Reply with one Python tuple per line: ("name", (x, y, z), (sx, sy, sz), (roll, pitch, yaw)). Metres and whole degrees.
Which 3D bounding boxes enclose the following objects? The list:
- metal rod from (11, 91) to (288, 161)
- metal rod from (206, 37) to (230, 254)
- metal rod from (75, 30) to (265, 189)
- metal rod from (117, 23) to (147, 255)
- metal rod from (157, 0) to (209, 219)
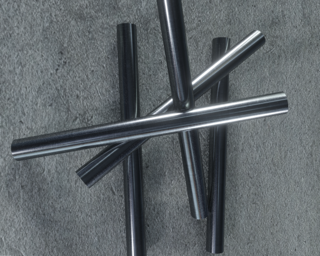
("metal rod", (-0.014, -0.001, 0.344), (0.302, 0.025, 0.025), (-10, 94, 3))
("metal rod", (0.082, 0.024, 0.439), (0.025, 0.025, 0.298), (2, 89, -20))
("metal rod", (0.024, -0.033, 0.390), (0.301, 0.025, 0.025), (-39, 103, -16))
("metal rod", (-0.036, 0.020, 0.395), (0.025, 0.025, 0.298), (-3, 91, -20))
("metal rod", (0.031, -0.014, 0.368), (0.025, 0.025, 0.298), (-20, 117, -19))
